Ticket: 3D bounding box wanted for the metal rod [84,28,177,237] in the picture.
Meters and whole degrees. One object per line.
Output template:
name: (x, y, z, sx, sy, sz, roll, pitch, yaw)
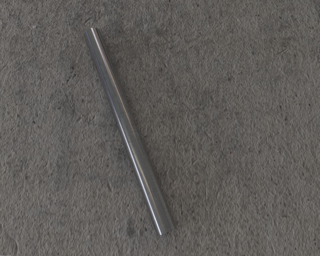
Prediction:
metal rod: (-0.046, -0.009, 0.411, 0.025, 0.025, 0.299, -20, 71, -7)
